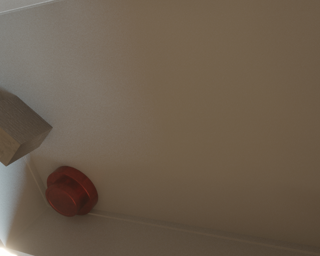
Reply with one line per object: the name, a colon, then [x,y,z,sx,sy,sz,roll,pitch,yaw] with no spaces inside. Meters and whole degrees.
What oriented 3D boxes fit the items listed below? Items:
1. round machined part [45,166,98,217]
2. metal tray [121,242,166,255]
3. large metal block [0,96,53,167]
round machined part: [-0.165,0.120,0.556,0.098,0.042,0.097,13,124,20]
metal tray: [-0.032,0.246,0.510,0.090,0.130,0.030,20,102,16]
large metal block: [-0.234,0.002,0.488,0.080,0.080,0.050,42,114,-1]
